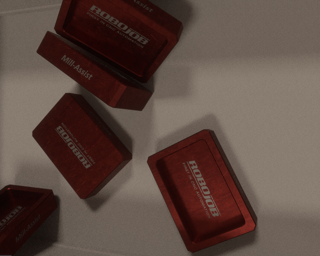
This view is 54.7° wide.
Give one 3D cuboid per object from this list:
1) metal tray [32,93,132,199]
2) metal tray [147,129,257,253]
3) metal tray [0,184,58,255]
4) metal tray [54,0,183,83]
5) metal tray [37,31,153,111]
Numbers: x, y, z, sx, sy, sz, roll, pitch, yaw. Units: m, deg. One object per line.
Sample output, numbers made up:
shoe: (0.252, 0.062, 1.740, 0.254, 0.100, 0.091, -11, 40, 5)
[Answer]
metal tray: (-0.114, 0.024, 0.447, 0.090, 0.030, 0.130, -45, 77, 14)
metal tray: (0.051, 0.077, 0.389, 0.090, 0.030, 0.130, -28, 81, 17)
metal tray: (-0.219, 0.132, 0.430, 0.090, 0.131, 0.030, 2, 117, 19)
metal tray: (-0.050, -0.119, 0.369, 0.131, 0.030, 0.090, 29, 139, -14)
metal tray: (-0.082, -0.071, 0.403, 0.130, 0.090, 0.030, 36, 102, 16)
